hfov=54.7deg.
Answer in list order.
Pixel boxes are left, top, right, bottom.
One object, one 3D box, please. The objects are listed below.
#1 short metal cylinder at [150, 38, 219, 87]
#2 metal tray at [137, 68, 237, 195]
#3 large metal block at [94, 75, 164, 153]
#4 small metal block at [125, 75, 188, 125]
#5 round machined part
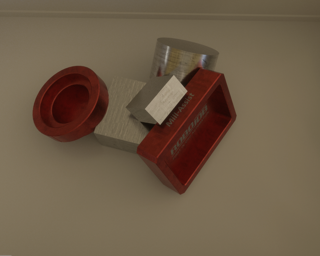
[{"bbox_3d":[0.031,-0.082,0.402,0.080,0.080,0.050,15,115,5],"label":"short metal cylinder"},{"bbox_3d":[0.038,0.005,0.371,0.030,0.090,0.130,25,69,37],"label":"metal tray"},{"bbox_3d":[-0.029,-0.013,0.399,0.080,0.050,0.080,14,71,4],"label":"large metal block"},{"bbox_3d":[-0.005,-0.032,0.352,0.025,0.050,0.050,47,73,-25],"label":"small metal block"},{"bbox_3d":[-0.108,-0.027,0.395,0.098,0.042,0.098,-10,63,20],"label":"round machined part"}]
